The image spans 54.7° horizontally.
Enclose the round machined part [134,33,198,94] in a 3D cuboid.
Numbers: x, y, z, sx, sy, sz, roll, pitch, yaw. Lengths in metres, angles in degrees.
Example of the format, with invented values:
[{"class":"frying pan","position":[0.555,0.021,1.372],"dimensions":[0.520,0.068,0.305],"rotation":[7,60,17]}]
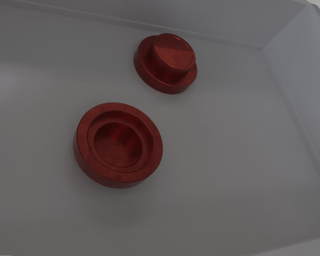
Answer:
[{"class":"round machined part","position":[0.014,-0.102,0.465],"dimensions":[0.099,0.042,0.098],"rotation":[14,56,-21]}]

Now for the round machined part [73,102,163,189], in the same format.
[{"class":"round machined part","position":[-0.050,0.023,0.354],"dimensions":[0.099,0.042,0.098],"rotation":[14,56,-21]}]
